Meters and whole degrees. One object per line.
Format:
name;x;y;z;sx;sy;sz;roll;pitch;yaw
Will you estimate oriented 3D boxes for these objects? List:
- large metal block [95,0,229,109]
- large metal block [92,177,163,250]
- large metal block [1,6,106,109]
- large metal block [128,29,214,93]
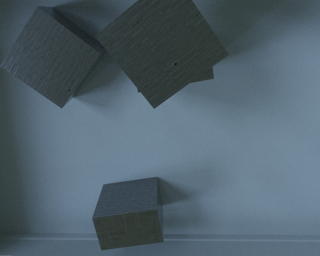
large metal block;0.002;-0.078;0.284;0.080;0.050;0.080;-36;106;12
large metal block;-0.039;0.114;0.423;0.080;0.080;0.050;-9;110;3
large metal block;-0.121;-0.084;0.366;0.080;0.050;0.080;36;106;-13
large metal block;0.012;-0.081;0.352;0.080;0.080;0.050;-10;110;3
